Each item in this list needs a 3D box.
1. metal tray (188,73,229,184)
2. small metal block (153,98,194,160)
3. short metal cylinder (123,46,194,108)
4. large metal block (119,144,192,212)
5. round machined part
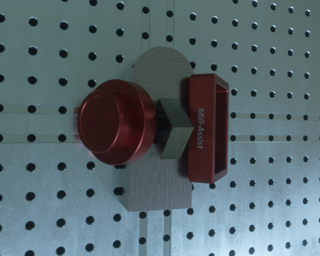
[{"bbox_3d":[0.066,0.001,0.404,0.030,0.090,0.129,1,90,23],"label":"metal tray"},{"bbox_3d":[0.011,0.001,0.358,0.025,0.050,0.050,0,132,-23],"label":"small metal block"},{"bbox_3d":[-0.003,-0.059,0.397,0.081,0.050,0.080,0,90,-20],"label":"short metal cylinder"},{"bbox_3d":[-0.006,0.059,0.397,0.081,0.050,0.080,2,89,-20],"label":"large metal block"},{"bbox_3d":[-0.055,-0.006,0.349,0.042,0.098,0.097,2,89,-53],"label":"round machined part"}]
